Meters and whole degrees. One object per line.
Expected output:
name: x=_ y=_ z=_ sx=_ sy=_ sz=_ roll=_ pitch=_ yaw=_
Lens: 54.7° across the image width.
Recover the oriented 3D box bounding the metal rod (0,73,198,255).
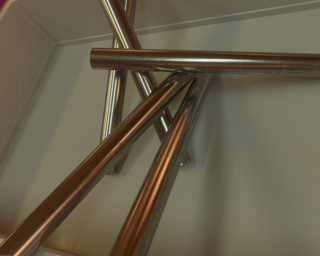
metal rod: x=-0.051 y=0.025 z=0.306 sx=0.025 sy=0.025 sz=0.301 roll=19 pitch=54 yaw=35

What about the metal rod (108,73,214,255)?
metal rod: x=0.020 y=0.006 z=0.315 sx=0.025 sy=0.025 sz=0.301 roll=-5 pitch=35 yaw=26

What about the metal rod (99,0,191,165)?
metal rod: x=-0.034 y=-0.093 z=0.380 sx=0.025 sy=0.025 sz=0.299 roll=-25 pitch=86 yaw=13

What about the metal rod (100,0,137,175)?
metal rod: x=-0.053 y=-0.088 z=0.409 sx=0.025 sy=0.025 sz=0.298 roll=7 pitch=90 yaw=31

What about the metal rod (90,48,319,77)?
metal rod: x=0.073 y=-0.073 z=0.344 sx=0.302 sy=0.025 sz=0.025 roll=3 pitch=61 yaw=5
